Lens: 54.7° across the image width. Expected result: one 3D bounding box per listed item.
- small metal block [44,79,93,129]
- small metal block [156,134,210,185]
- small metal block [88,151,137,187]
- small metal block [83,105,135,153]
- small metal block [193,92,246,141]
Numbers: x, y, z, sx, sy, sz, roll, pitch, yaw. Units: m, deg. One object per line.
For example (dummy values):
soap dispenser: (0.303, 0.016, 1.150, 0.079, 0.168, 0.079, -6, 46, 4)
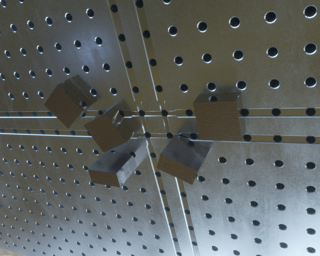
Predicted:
small metal block: (-0.136, -0.035, 0.459, 0.050, 0.025, 0.050, 46, 129, -5)
small metal block: (0.031, 0.039, 0.402, 0.050, 0.050, 0.025, 24, 127, 13)
small metal block: (-0.071, 0.061, 0.468, 0.050, 0.050, 0.025, 4, 120, 26)
small metal block: (-0.074, 0.002, 0.450, 0.050, 0.025, 0.050, -24, 106, 36)
small metal block: (0.071, -0.013, 0.365, 0.050, 0.025, 0.050, 0, 118, 28)
